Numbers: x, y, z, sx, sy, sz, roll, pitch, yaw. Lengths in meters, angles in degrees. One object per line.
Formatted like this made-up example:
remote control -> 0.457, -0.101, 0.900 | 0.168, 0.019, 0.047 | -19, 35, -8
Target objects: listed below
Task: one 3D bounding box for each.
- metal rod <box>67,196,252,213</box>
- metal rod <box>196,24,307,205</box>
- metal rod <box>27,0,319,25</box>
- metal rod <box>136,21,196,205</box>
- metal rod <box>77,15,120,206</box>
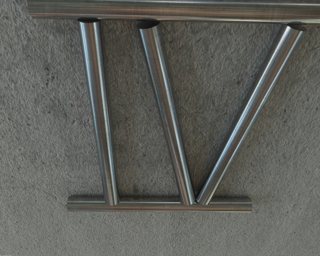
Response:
metal rod -> 0.000, 0.127, 0.516 | 0.302, 0.025, 0.025 | 1, 130, -2
metal rod -> 0.105, 0.005, 0.413 | 0.025, 0.025, 0.298 | 10, 129, -9
metal rod -> 0.026, -0.119, 0.308 | 0.302, 0.025, 0.025 | 1, 130, -2
metal rod -> 0.017, 0.005, 0.412 | 0.025, 0.025, 0.298 | -9, 130, 7
metal rod -> -0.074, 0.003, 0.409 | 0.025, 0.025, 0.298 | 1, 130, -1
